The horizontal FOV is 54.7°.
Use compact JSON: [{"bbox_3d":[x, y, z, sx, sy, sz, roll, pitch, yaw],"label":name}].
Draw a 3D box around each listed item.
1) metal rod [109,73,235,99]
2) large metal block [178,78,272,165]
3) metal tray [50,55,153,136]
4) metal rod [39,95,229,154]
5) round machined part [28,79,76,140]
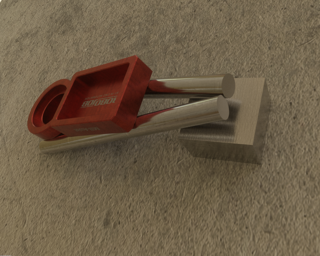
[{"bbox_3d":[-0.039,-0.051,0.414,0.300,0.025,0.025,5,64,44],"label":"metal rod"},{"bbox_3d":[0.076,-0.009,0.352,0.080,0.050,0.080,4,64,29],"label":"large metal block"},{"bbox_3d":[-0.078,-0.038,0.398,0.130,0.030,0.090,-4,59,40],"label":"metal tray"},{"bbox_3d":[-0.057,0.004,0.390,0.300,0.025,0.025,-12,56,36],"label":"metal rod"},{"bbox_3d":[-0.156,-0.025,0.482,0.098,0.042,0.098,-21,50,27],"label":"round machined part"}]
